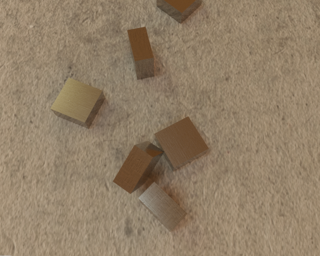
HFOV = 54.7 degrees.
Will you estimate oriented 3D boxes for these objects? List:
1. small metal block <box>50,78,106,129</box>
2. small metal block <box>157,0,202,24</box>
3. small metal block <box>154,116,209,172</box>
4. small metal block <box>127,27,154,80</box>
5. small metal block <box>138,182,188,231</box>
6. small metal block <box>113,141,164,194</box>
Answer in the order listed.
[{"bbox_3d":[-0.110,-0.033,0.419,0.050,0.025,0.050,22,71,7],"label":"small metal block"},{"bbox_3d":[0.030,-0.199,0.481,0.050,0.025,0.050,40,75,13],"label":"small metal block"},{"bbox_3d":[0.027,0.021,0.401,0.050,0.025,0.050,-27,73,-10],"label":"small metal block"},{"bbox_3d":[-0.026,-0.103,0.432,0.025,0.050,0.050,-12,71,-5],"label":"small metal block"},{"bbox_3d":[0.003,0.093,0.361,0.050,0.050,0.025,42,75,13],"label":"small metal block"},{"bbox_3d":[-0.024,0.045,0.369,0.025,0.050,0.050,33,100,11],"label":"small metal block"}]
